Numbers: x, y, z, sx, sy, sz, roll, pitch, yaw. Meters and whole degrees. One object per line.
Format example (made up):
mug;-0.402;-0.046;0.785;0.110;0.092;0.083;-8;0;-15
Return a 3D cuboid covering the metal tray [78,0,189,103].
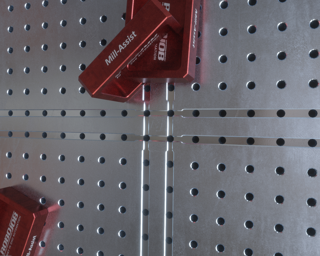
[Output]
metal tray;-0.029;-0.089;0.388;0.130;0.090;0.030;-43;77;15

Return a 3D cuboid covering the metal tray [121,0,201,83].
metal tray;0.001;-0.125;0.397;0.090;0.030;0.129;3;87;22

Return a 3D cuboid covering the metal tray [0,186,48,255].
metal tray;-0.241;0.172;0.496;0.090;0.030;0.129;23;98;18
